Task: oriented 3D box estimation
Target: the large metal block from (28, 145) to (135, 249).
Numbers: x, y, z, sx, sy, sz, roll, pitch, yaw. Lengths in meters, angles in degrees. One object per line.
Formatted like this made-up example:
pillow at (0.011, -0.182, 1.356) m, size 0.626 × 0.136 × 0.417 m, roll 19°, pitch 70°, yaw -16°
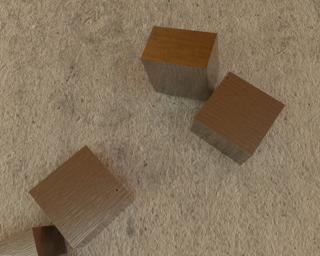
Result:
large metal block at (-0.088, 0.081, 0.365) m, size 0.080 × 0.050 × 0.080 m, roll -41°, pitch 75°, yaw -14°

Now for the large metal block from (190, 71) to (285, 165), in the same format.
large metal block at (0.097, -0.012, 0.400) m, size 0.080 × 0.050 × 0.080 m, roll 35°, pitch 74°, yaw 11°

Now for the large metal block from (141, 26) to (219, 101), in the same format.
large metal block at (0.030, -0.081, 0.401) m, size 0.080 × 0.080 × 0.050 m, roll 12°, pitch 70°, yaw 17°

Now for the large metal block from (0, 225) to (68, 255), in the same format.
large metal block at (-0.143, 0.156, 0.326) m, size 0.080 × 0.050 × 0.080 m, roll -24°, pitch 71°, yaw 9°
